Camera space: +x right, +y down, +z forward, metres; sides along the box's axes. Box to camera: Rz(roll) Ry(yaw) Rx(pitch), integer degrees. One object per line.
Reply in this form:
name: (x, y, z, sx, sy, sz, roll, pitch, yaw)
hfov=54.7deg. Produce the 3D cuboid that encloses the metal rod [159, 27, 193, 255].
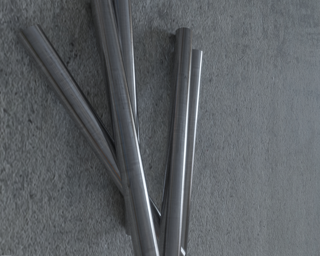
metal rod: (0.021, 0.007, 0.382, 0.025, 0.025, 0.299, 22, 64, -38)

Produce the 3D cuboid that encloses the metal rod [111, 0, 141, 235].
metal rod: (-0.039, -0.022, 0.372, 0.025, 0.025, 0.298, -6, 94, -40)

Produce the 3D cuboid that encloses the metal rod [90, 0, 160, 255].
metal rod: (-0.038, -0.001, 0.326, 0.025, 0.025, 0.299, -4, 78, -40)

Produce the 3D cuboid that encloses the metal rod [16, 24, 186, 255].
metal rod: (-0.054, 0.031, 0.337, 0.025, 0.025, 0.299, -40, 108, -33)

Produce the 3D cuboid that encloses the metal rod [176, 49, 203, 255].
metal rod: (0.036, 0.039, 0.434, 0.025, 0.025, 0.298, 8, 85, -40)
